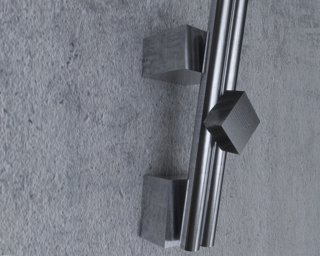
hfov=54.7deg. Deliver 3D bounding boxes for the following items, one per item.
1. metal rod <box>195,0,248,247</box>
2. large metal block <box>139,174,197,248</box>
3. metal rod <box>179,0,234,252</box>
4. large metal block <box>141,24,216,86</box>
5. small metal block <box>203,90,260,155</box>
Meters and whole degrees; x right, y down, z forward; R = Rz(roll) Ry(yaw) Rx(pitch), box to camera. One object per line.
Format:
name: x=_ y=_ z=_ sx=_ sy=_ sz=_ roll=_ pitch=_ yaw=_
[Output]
metal rod: x=0.073 y=-0.007 z=0.372 sx=0.025 sy=0.025 sz=0.298 roll=4 pitch=95 yaw=-40
large metal block: x=0.023 y=0.104 z=0.408 sx=0.081 sy=0.050 sz=0.080 roll=6 pitch=86 yaw=-40
metal rod: x=0.053 y=-0.008 z=0.355 sx=0.025 sy=0.025 sz=0.298 roll=4 pitch=95 yaw=-40
large metal block: x=0.033 y=-0.088 z=0.398 sx=0.081 sy=0.080 sz=0.050 roll=4 pitch=88 yaw=-40
small metal block: x=0.082 y=-0.007 z=0.347 sx=0.050 sy=0.025 sz=0.050 roll=-53 pitch=126 yaw=-20
